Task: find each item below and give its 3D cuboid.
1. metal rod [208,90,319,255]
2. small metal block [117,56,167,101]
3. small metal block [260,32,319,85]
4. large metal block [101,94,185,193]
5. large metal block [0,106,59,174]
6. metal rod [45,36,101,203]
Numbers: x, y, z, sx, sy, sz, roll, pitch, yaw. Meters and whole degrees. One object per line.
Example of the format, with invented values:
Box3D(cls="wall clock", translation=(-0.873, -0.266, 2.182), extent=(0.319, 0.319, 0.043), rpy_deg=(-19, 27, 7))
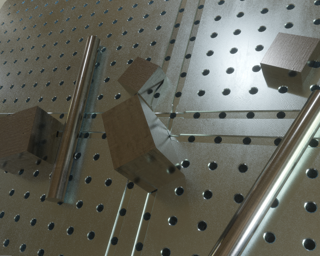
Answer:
Box3D(cls="metal rod", translation=(0.090, 0.086, 0.308), extent=(0.025, 0.025, 0.300), rpy_deg=(28, 77, 37))
Box3D(cls="small metal block", translation=(-0.028, -0.075, 0.469), extent=(0.050, 0.025, 0.050), rpy_deg=(32, 79, 38))
Box3D(cls="small metal block", translation=(0.159, -0.086, 0.377), extent=(0.050, 0.025, 0.050), rpy_deg=(25, 75, 36))
Box3D(cls="large metal block", translation=(-0.020, 0.020, 0.371), extent=(0.050, 0.080, 0.080), rpy_deg=(-29, 52, 10))
Box3D(cls="large metal block", translation=(-0.216, 0.020, 0.494), extent=(0.080, 0.050, 0.080), rpy_deg=(-15, 56, 20))
Box3D(cls="metal rod", translation=(-0.133, -0.031, 0.497), extent=(0.025, 0.025, 0.299), rpy_deg=(-9, 58, 23))
